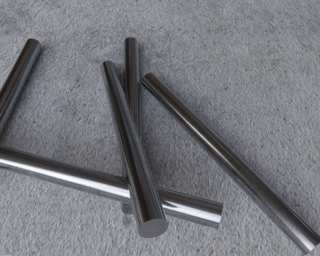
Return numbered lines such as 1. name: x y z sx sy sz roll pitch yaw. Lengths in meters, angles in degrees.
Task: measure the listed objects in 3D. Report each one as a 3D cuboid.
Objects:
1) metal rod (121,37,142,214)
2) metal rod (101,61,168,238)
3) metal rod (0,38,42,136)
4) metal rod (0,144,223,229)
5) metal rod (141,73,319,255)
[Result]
1. metal rod: -0.039 -0.028 0.426 0.025 0.025 0.300 -3 50 -3
2. metal rod: -0.043 -0.006 0.366 0.025 0.025 0.300 -11 38 -9
3. metal rod: -0.216 -0.024 0.422 0.025 0.025 0.300 2 50 1
4. metal rod: -0.086 0.052 0.325 0.301 0.025 0.025 13 51 10
5. metal rod: 0.068 0.023 0.384 0.025 0.025 0.300 -28 55 -21
